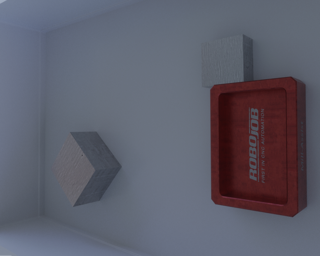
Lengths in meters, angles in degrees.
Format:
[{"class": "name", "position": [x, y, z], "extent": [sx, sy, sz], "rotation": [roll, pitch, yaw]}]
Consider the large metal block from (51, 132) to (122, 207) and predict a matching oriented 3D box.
[{"class": "large metal block", "position": [-0.117, 0.062, 0.485], "extent": [0.080, 0.050, 0.080], "rotation": [49, 118, 28]}]

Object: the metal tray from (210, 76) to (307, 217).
[{"class": "metal tray", "position": [0.099, 0.017, 0.320], "extent": [0.090, 0.030, 0.129], "rotation": [-1, 90, 39]}]

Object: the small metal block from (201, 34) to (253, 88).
[{"class": "small metal block", "position": [0.074, -0.072, 0.344], "extent": [0.050, 0.025, 0.050], "rotation": [-1, 89, 39]}]
